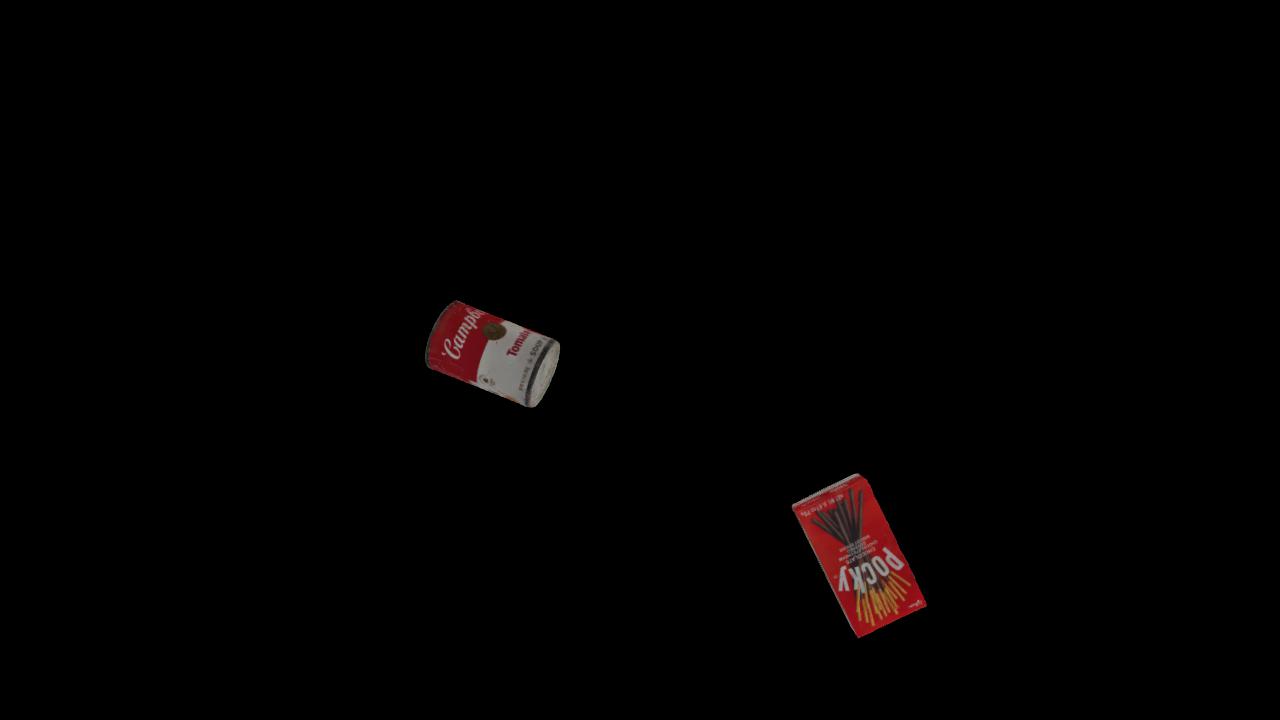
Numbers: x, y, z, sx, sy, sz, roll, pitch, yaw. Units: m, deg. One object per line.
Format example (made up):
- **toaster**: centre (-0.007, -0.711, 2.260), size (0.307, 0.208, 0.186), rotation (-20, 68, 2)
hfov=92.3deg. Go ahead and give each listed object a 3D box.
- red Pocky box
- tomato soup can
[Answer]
- **red Pocky box**: centre (0.230, 0.205, 0.647), size (0.083, 0.155, 0.028), rotation (-27, 4, 0)
- **tomato soup can**: centre (-0.131, -0.004, 0.557), size (0.101, 0.068, 0.068), rotation (22, 2, 4)
